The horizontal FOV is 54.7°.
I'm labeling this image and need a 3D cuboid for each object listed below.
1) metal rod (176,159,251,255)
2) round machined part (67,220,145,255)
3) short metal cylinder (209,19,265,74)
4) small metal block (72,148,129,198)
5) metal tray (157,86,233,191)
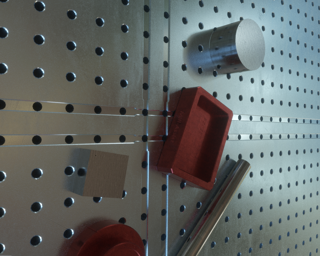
[{"bbox_3d":[0.058,0.161,0.460,0.301,0.025,0.025,-49,119,-29],"label":"metal rod"},{"bbox_3d":[-0.055,0.160,0.354,0.099,0.042,0.097,0,90,-40],"label":"round machined part"},{"bbox_3d":[0.126,-0.130,0.501,0.081,0.050,0.079,0,90,-40],"label":"short metal cylinder"},{"bbox_3d":[-0.067,0.052,0.355,0.050,0.025,0.050,14,81,-39],"label":"small metal block"},{"bbox_3d":[0.055,0.016,0.454,0.090,0.030,0.130,30,71,-36],"label":"metal tray"}]
